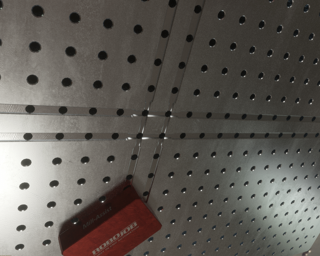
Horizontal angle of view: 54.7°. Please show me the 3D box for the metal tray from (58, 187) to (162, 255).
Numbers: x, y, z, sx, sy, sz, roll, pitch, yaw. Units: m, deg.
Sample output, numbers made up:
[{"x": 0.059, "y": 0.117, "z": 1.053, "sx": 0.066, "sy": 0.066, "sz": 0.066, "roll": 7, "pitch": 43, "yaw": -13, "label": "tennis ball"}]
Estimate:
[{"x": -0.072, "y": 0.157, "z": 0.468, "sx": 0.130, "sy": 0.030, "sz": 0.090, "roll": -34, "pitch": 129, "yaw": -6, "label": "metal tray"}]
